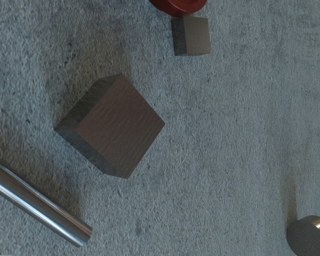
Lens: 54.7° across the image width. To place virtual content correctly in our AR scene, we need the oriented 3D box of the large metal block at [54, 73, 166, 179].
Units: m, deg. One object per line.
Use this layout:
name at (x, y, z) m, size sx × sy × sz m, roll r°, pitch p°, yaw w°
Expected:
large metal block at (-0.053, -0.002, 0.346) m, size 0.080 × 0.050 × 0.080 m, roll 49°, pitch 61°, yaw -29°

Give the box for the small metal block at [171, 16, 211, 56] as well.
small metal block at (0.045, -0.131, 0.444) m, size 0.050 × 0.025 × 0.050 m, roll -12°, pitch 98°, yaw -40°

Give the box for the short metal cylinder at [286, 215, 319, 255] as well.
short metal cylinder at (0.310, 0.224, 0.634) m, size 0.050 × 0.080 × 0.079 m, roll -2°, pitch 91°, yaw -40°

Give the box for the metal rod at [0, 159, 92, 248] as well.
metal rod at (-0.169, 0.018, 0.263) m, size 0.300 × 0.025 × 0.025 m, roll 49°, pitch 61°, yaw -29°

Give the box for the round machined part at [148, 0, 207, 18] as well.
round machined part at (0.015, -0.192, 0.404) m, size 0.099 × 0.042 × 0.097 m, roll 5°, pitch 82°, yaw -38°
